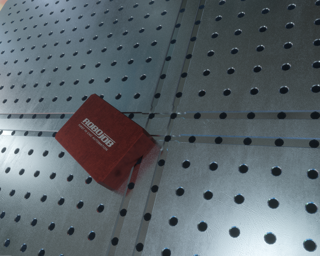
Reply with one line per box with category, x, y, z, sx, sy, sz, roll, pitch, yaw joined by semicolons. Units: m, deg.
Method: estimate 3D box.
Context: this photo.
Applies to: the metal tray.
metal tray;-0.083;0.015;0.441;0.130;0.030;0.090;34;81;38
